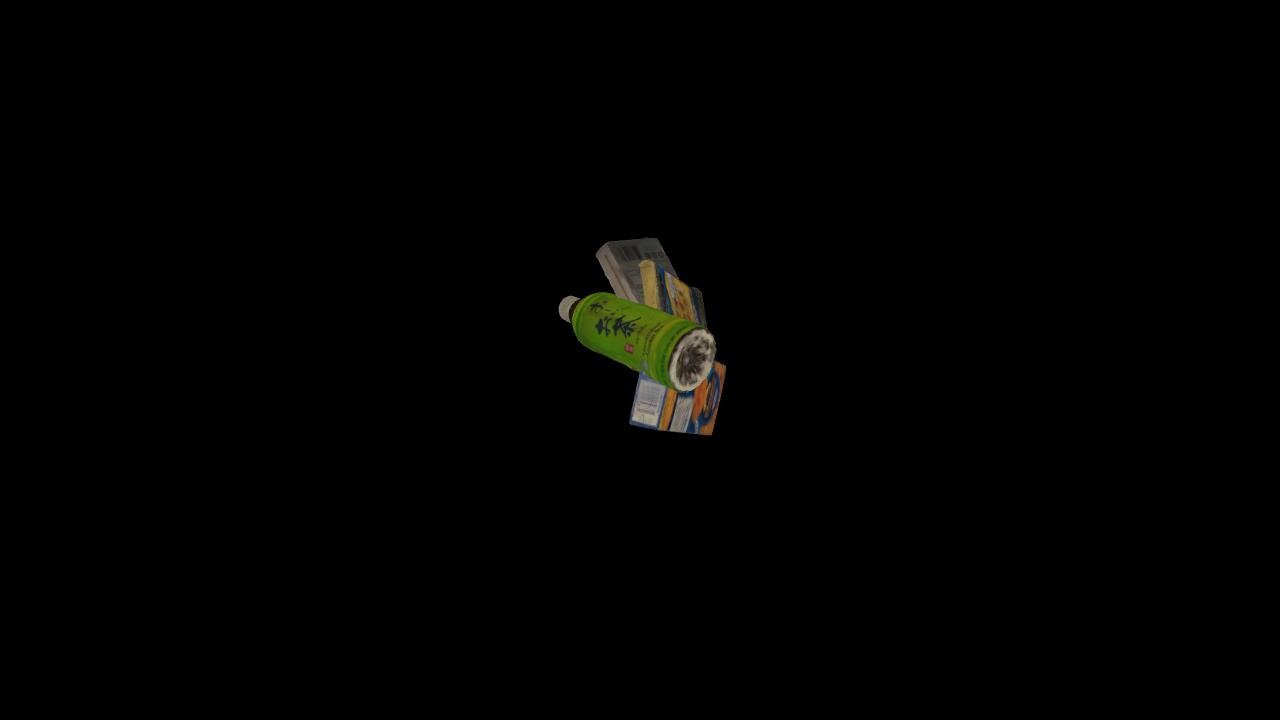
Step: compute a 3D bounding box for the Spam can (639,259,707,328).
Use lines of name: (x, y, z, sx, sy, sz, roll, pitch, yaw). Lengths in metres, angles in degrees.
Spam can: (0.026, -0.049, 0.680, 0.058, 0.101, 0.085, -26, -35, 31)

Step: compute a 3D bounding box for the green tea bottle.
green tea bottle: (-0.015, -0.031, 0.665, 0.073, 0.073, 0.212, 0, 17, -42)

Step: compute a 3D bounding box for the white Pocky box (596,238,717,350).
white Pocky box: (0.019, -0.064, 0.681, 0.084, 0.154, 0.028, -15, -17, -45)

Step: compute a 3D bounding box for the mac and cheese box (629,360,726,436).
mac and cheese box: (0.048, 0.035, 0.689, 0.041, 0.093, 0.184, 10, -4, 24)
